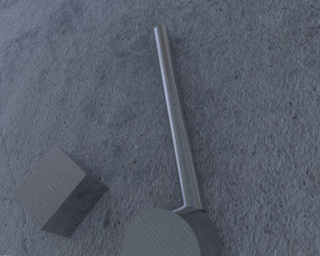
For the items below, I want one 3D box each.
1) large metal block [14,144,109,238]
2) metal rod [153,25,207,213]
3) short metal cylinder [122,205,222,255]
[{"bbox_3d":[-0.128,0.081,0.404,0.080,0.050,0.080,32,79,37],"label":"large metal block"},{"bbox_3d":[0.019,-0.032,0.412,0.025,0.025,0.299,-20,54,16],"label":"metal rod"},{"bbox_3d":[0.012,0.116,0.295,0.080,0.050,0.080,-6,78,29],"label":"short metal cylinder"}]
